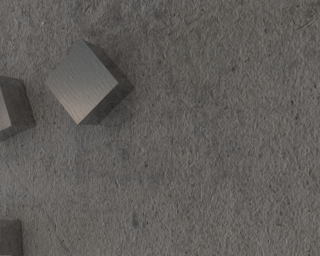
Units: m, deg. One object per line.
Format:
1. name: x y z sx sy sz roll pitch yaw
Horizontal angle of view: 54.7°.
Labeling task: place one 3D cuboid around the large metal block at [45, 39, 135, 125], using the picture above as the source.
1. large metal block: -0.097 -0.060 0.430 0.080 0.050 0.080 -43 77 15

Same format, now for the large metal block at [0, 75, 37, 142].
1. large metal block: -0.253 -0.027 0.485 0.080 0.050 0.080 -21 83 18

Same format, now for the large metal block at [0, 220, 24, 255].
1. large metal block: -0.268 0.192 0.490 0.080 0.050 0.080 -5 89 20
